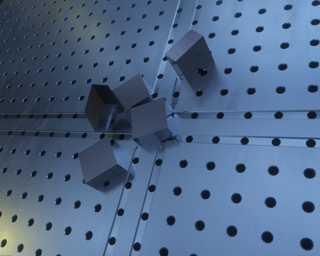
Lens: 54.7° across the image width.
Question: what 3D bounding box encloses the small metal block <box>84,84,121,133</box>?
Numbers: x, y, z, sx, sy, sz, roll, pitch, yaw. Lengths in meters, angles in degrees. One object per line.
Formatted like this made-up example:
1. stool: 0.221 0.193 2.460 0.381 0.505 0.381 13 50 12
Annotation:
1. small metal block: -0.085 -0.029 0.452 0.050 0.025 0.050 53 132 39

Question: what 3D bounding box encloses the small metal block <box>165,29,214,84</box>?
1. small metal block: 0.042 -0.098 0.430 0.050 0.050 0.025 -44 51 -2

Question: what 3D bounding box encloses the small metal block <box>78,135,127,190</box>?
1. small metal block: -0.078 0.046 0.419 0.050 0.025 0.050 -32 52 7

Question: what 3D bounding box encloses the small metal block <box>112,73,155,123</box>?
1. small metal block: -0.038 -0.044 0.454 0.050 0.025 0.050 -31 52 7

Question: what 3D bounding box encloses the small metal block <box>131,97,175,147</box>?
1. small metal block: -0.010 -0.008 0.417 0.050 0.025 0.050 -18 55 17
